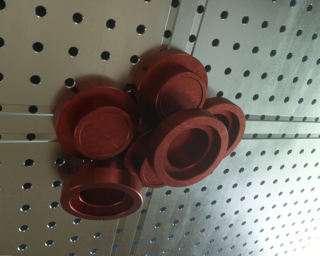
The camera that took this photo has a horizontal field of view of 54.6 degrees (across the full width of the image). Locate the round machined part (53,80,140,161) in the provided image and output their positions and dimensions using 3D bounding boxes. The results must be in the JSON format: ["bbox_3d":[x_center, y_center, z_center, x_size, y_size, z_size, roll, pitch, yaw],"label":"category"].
[{"bbox_3d":[-0.069,-0.002,0.360,0.099,0.042,0.097,-14,124,-21],"label":"round machined part"}]

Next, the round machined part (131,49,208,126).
[{"bbox_3d":[0.018,-0.043,0.382,0.099,0.042,0.097,-14,124,-21],"label":"round machined part"}]

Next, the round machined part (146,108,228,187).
[{"bbox_3d":[0.029,0.020,0.372,0.099,0.042,0.097,-14,124,-21],"label":"round machined part"}]

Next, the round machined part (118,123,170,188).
[{"bbox_3d":[-0.004,0.043,0.423,0.099,0.042,0.097,-14,124,-21],"label":"round machined part"}]

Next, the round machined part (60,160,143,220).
[{"bbox_3d":[-0.072,0.076,0.390,0.099,0.042,0.098,-4,140,-3],"label":"round machined part"}]

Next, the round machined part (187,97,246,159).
[{"bbox_3d":[0.067,0.000,0.436,0.099,0.042,0.097,-14,124,-21],"label":"round machined part"}]
